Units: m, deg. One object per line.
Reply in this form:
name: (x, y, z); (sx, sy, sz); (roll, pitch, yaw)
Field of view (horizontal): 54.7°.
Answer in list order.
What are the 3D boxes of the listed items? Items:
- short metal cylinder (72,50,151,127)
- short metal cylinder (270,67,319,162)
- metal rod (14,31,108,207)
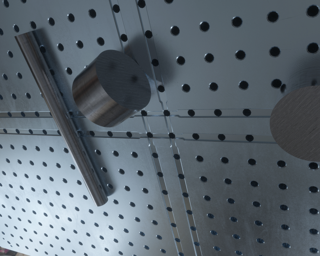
short metal cylinder: (-0.058, -0.047, 0.377); (0.050, 0.080, 0.080); (-31, 102, 38)
short metal cylinder: (0.154, -0.014, 0.305); (0.080, 0.050, 0.079); (13, 124, 21)
metal rod: (-0.147, 0.000, 0.488); (0.025, 0.025, 0.298); (-4, 117, 30)
